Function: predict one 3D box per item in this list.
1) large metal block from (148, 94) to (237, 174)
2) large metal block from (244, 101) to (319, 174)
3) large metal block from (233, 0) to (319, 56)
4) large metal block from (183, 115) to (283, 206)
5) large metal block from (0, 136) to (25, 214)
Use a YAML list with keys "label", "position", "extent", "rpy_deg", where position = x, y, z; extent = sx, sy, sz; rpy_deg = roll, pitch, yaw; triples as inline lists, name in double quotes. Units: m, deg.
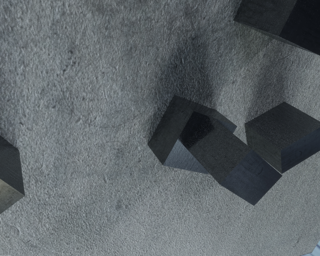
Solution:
- label: "large metal block"
  position: [0.043, 0.011, 0.421]
  extent: [0.081, 0.050, 0.080]
  rpy_deg: [16, 110, -35]
- label: "large metal block"
  position: [0.193, 0.012, 0.484]
  extent: [0.080, 0.080, 0.050]
  rpy_deg: [-28, 128, -11]
- label: "large metal block"
  position: [0.152, -0.132, 0.372]
  extent: [0.081, 0.080, 0.050]
  rpy_deg: [9, 114, -33]
- label: "large metal block"
  position: [0.088, 0.039, 0.379]
  extent: [0.050, 0.080, 0.080]
  rpy_deg: [-50, 129, 7]
- label: "large metal block"
  position: [-0.181, 0.034, 0.293]
  extent: [0.050, 0.080, 0.080]
  rpy_deg: [-37, 129, -3]
